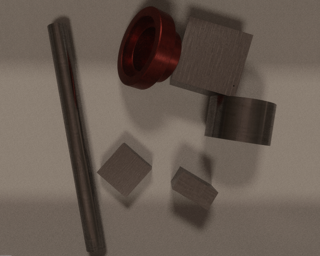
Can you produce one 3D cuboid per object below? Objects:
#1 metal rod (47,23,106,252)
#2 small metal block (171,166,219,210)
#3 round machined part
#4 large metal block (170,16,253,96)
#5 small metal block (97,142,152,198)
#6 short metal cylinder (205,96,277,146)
[{"bbox_3d":[-0.110,0.012,0.409,0.025,0.025,0.298,-10,90,0],"label":"metal rod"},{"bbox_3d":[0.043,0.076,0.400,0.050,0.050,0.025,31,90,-1],"label":"small metal block"},{"bbox_3d":[-0.010,-0.095,0.384,0.042,0.098,0.097,13,90,-34],"label":"round machined part"},{"bbox_3d":[0.063,-0.086,0.400,0.080,0.050,0.080,16,90,-1],"label":"large metal block"},{"bbox_3d":[-0.046,0.055,0.411,0.050,0.025,0.050,42,90,-1],"label":"small metal block"},{"bbox_3d":[0.099,-0.009,0.385,0.081,0.080,0.050,9,90,-1],"label":"short metal cylinder"}]
